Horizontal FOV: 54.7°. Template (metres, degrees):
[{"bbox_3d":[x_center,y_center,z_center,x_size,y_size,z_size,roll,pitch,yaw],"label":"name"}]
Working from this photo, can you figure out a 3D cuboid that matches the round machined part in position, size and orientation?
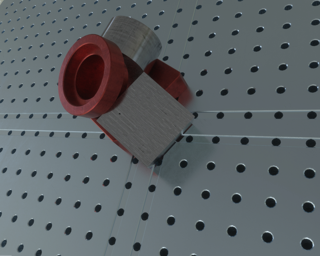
[{"bbox_3d":[-0.077,-0.060,0.377,0.098,0.042,0.097,-8,77,38],"label":"round machined part"}]

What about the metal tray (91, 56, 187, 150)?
[{"bbox_3d":[-0.036,-0.042,0.449,0.130,0.030,0.090,-47,52,-5],"label":"metal tray"}]

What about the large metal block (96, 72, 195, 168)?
[{"bbox_3d":[-0.016,-0.007,0.380,0.080,0.050,0.080,42,85,8],"label":"large metal block"}]

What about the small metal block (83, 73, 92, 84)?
[{"bbox_3d":[-0.098,-0.050,0.432,0.025,0.050,0.050,21,73,35],"label":"small metal block"}]

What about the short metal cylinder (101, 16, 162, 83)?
[{"bbox_3d":[-0.044,-0.104,0.419,0.080,0.080,0.050,14,69,33],"label":"short metal cylinder"}]
